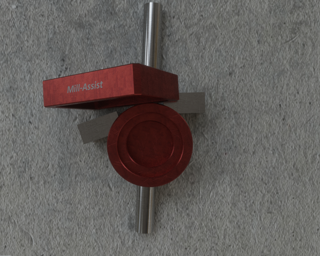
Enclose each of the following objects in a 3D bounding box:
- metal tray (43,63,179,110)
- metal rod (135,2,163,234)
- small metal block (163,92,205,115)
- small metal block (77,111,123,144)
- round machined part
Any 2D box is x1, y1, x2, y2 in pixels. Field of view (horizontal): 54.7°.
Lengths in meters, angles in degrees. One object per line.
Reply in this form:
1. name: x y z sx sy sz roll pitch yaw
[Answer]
1. metal tray: -0.055 -0.042 0.355 0.130 0.090 0.030 -4 89 29
2. metal rod: -0.015 -0.013 0.411 0.025 0.025 0.298 2 90 -1
3. small metal block: 0.029 -0.030 0.399 0.050 0.050 0.025 -2 90 -1
4. small metal block: -0.072 -0.001 0.398 0.050 0.050 0.025 -19 90 0
5. round machined part: -0.012 0.018 0.375 0.099 0.042 0.097 0 93 -3
